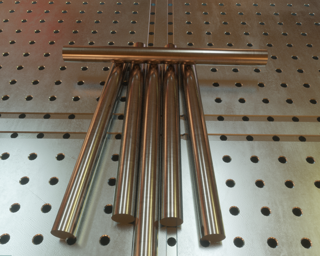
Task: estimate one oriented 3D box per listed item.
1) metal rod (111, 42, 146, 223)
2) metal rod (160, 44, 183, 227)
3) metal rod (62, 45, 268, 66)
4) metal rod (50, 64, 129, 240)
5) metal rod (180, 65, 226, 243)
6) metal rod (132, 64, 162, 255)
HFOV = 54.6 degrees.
[{"bbox_3d":[-0.037,-0.019,0.424,0.025,0.025,0.300,1,50,1],"label":"metal rod"},{"bbox_3d":[0.015,-0.016,0.423,0.025,0.025,0.300,1,50,1],"label":"metal rod"},{"bbox_3d":[0.007,-0.109,0.467,0.302,0.025,0.025,1,50,1],"label":"metal rod"},{"bbox_3d":[-0.079,-0.005,0.410,0.025,0.025,0.300,6,50,5],"label":"metal rod"},{"bbox_3d":[0.048,-0.003,0.411,0.025,0.025,0.300,-2,50,-1],"label":"metal rod"},{"bbox_3d":[-0.012,0.024,0.388,0.025,0.025,0.300,1,50,1],"label":"metal rod"}]
